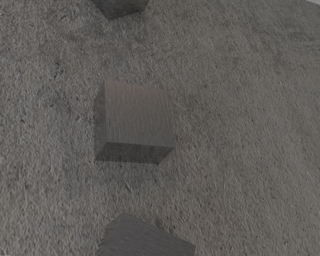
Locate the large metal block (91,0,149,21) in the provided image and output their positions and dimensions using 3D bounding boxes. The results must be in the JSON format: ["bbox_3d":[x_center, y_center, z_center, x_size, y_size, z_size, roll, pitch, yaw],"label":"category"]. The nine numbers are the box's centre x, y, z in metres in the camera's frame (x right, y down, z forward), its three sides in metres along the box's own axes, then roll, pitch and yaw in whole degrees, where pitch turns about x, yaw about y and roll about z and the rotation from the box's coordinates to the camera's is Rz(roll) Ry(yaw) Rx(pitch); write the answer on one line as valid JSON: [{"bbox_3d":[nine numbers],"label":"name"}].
[{"bbox_3d":[-0.068,-0.225,0.488,0.081,0.050,0.080,-33,81,-38],"label":"large metal block"}]

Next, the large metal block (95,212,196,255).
[{"bbox_3d":[-0.021,0.138,0.292,0.080,0.050,0.080,28,52,-10],"label":"large metal block"}]

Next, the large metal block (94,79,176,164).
[{"bbox_3d":[-0.033,-0.005,0.373,0.081,0.050,0.080,7,59,-25],"label":"large metal block"}]
